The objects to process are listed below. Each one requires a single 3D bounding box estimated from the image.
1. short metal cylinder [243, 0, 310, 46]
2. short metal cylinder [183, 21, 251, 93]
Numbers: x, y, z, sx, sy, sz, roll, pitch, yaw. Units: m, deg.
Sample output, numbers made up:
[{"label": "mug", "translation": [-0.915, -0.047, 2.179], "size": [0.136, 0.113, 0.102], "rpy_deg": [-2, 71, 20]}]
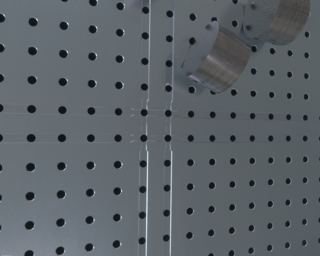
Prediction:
[{"label": "short metal cylinder", "translation": [0.164, -0.163, 0.443], "size": [0.050, 0.080, 0.080], "rpy_deg": [8, 87, -20]}, {"label": "short metal cylinder", "translation": [0.073, -0.093, 0.410], "size": [0.050, 0.080, 0.080], "rpy_deg": [25, 82, -18]}]
